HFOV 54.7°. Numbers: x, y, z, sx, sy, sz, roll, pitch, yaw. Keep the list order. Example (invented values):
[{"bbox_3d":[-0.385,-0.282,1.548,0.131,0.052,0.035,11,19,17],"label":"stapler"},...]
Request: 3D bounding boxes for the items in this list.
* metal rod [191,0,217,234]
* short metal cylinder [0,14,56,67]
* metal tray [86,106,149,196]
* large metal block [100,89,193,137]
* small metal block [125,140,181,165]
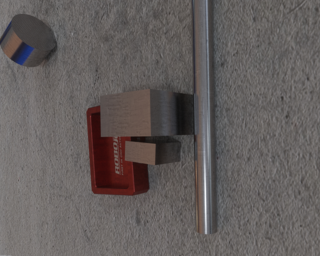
[{"bbox_3d":[0.051,-0.030,0.361,0.025,0.025,0.298,-2,89,39],"label":"metal rod"},{"bbox_3d":[-0.239,-0.158,0.563,0.050,0.081,0.080,-35,69,34],"label":"short metal cylinder"},{"bbox_3d":[-0.064,0.030,0.451,0.090,0.030,0.129,-8,85,39],"label":"metal tray"},{"bbox_3d":[-0.015,-0.015,0.380,0.080,0.081,0.050,-2,89,39],"label":"large metal block"},{"bbox_3d":[-0.009,0.030,0.394,0.050,0.050,0.025,3,92,39],"label":"small metal block"}]
